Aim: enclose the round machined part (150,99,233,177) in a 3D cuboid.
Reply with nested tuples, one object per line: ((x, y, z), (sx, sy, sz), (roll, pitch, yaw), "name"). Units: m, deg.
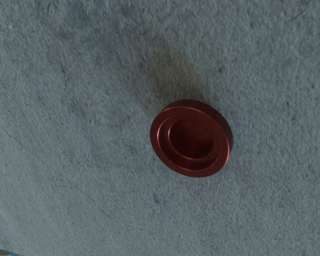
((0.041, 0.009, 0.379), (0.098, 0.042, 0.097), (13, 124, 20), "round machined part")
